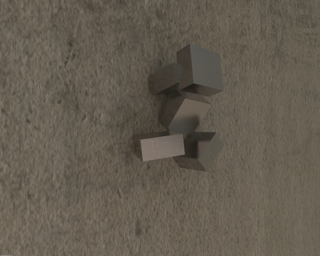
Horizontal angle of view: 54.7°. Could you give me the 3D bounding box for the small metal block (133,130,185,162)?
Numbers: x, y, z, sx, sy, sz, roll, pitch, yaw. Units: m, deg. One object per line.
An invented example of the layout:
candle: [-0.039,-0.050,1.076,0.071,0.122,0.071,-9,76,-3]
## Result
small metal block: [-0.003,0.020,0.377,0.050,0.050,0.025,-8,96,-15]

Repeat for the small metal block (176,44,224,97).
small metal block: [0.049,-0.069,0.380,0.050,0.025,0.050,7,73,-36]

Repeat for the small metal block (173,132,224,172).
small metal block: [0.053,0.032,0.436,0.050,0.050,0.025,-51,120,-28]

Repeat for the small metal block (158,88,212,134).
small metal block: [0.033,-0.022,0.419,0.050,0.025,0.050,8,121,-40]

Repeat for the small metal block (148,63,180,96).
small metal block: [0.021,-0.065,0.405,0.050,0.050,0.025,-13,85,-40]
